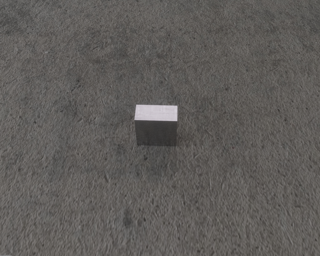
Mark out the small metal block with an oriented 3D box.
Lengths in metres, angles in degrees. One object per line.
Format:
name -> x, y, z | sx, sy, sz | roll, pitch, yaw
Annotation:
small metal block -> -0.004, -0.002, 0.389 | 0.050, 0.050, 0.025 | 1, 50, 1
